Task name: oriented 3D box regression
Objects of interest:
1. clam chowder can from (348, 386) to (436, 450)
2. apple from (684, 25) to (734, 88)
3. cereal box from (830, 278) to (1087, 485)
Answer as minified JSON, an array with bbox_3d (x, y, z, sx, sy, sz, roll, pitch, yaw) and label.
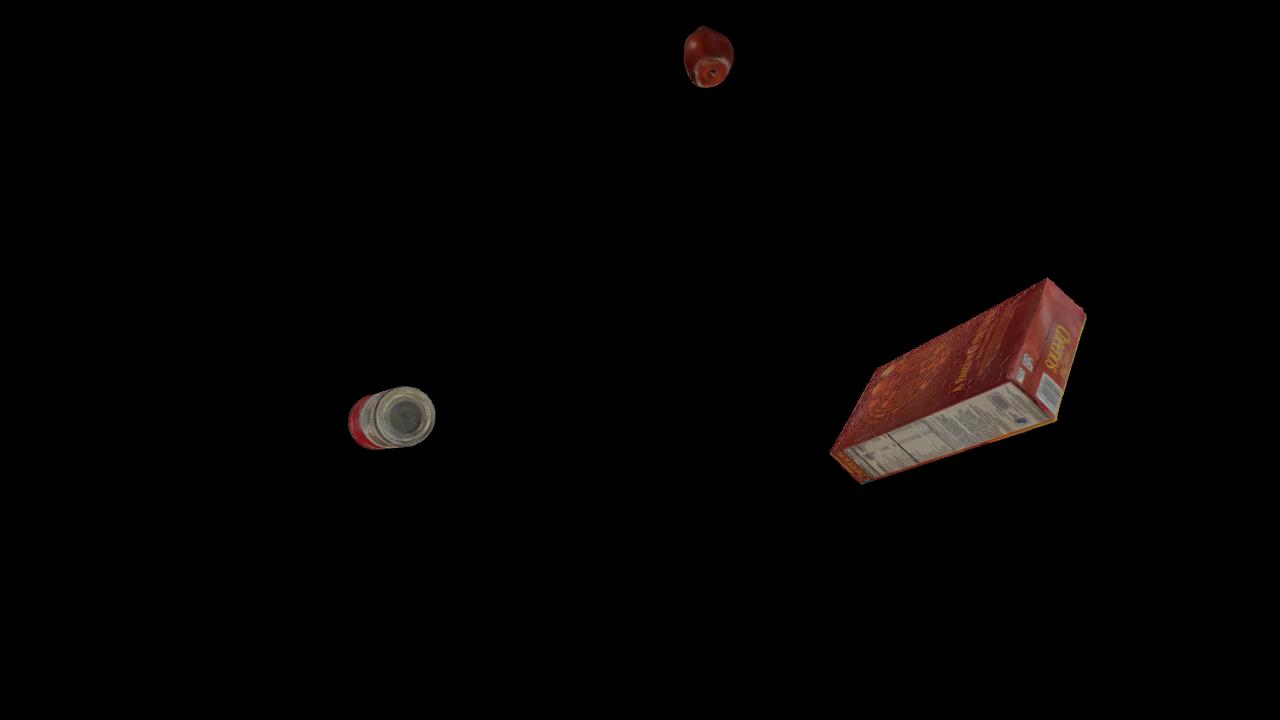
[{"bbox_3d":[-0.282,0.067,0.698,0.068,0.068,0.102,0,-8,-39],"label":"clam chowder can"},{"bbox_3d":[0.106,-0.475,0.961,0.079,0.093,0.079,-8,-28,-5],"label":"apple"},{"bbox_3d":[0.411,0.041,0.824,0.203,0.081,0.306,-47,0,-34],"label":"cereal box"}]
